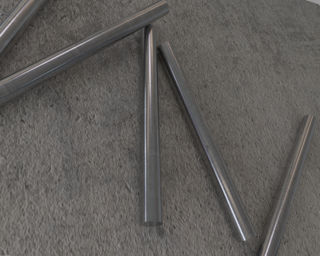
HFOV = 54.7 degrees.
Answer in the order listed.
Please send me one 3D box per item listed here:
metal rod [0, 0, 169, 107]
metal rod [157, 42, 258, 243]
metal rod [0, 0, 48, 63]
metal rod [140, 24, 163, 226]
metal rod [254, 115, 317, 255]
[{"bbox_3d":[-0.089,-0.109,0.406,0.025,0.025,0.302,46,56,4],"label":"metal rod"},{"bbox_3d":[0.057,0.005,0.431,0.025,0.025,0.299,-8,66,-32],"label":"metal rod"},{"bbox_3d":[-0.182,-0.122,0.379,0.025,0.025,0.300,25,53,-13],"label":"metal rod"},{"bbox_3d":[-0.014,-0.025,0.411,0.025,0.025,0.299,12,57,-22],"label":"metal rod"},{"bbox_3d":[0.194,0.077,0.460,0.025,0.025,0.301,40,51,-1],"label":"metal rod"}]
